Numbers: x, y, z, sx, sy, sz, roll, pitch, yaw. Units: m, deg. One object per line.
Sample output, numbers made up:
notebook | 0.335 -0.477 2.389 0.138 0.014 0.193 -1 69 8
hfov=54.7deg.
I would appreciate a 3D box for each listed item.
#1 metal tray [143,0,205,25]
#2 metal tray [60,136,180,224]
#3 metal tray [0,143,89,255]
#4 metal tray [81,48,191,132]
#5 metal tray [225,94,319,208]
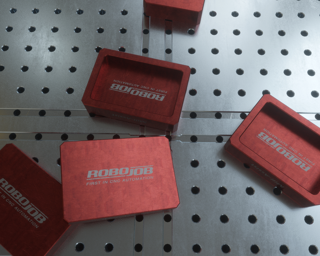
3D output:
metal tray | 0.032 -0.233 0.495 0.090 0.030 0.130 12 70 4
metal tray | -0.049 0.059 0.369 0.131 0.030 0.090 -3 69 -18
metal tray | -0.164 0.091 0.374 0.130 0.030 0.090 36 74 12
metal tray | -0.030 -0.053 0.428 0.131 0.030 0.090 13 70 4
metal tray | 0.163 0.027 0.401 0.130 0.030 0.090 37 74 12
